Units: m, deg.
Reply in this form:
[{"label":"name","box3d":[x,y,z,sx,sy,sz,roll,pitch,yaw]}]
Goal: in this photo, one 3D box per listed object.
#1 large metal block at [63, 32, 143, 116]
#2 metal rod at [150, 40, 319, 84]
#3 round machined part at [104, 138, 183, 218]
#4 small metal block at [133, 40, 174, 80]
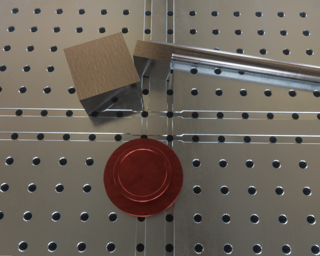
[{"label":"large metal block","box3d":[-0.076,-0.074,0.425,0.080,0.050,0.080,-19,71,-7]},{"label":"metal rod","box3d":[0.134,-0.091,0.445,0.302,0.025,0.025,10,70,3]},{"label":"round machined part","box3d":[-0.020,0.059,0.381,0.099,0.042,0.098,0,70,0]},{"label":"small metal block","box3d":[-0.008,-0.094,0.433,0.050,0.050,0.025,11,71,4]}]
